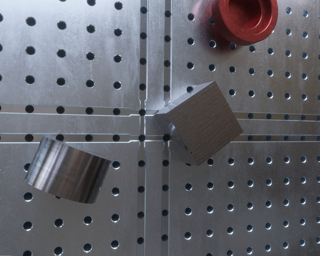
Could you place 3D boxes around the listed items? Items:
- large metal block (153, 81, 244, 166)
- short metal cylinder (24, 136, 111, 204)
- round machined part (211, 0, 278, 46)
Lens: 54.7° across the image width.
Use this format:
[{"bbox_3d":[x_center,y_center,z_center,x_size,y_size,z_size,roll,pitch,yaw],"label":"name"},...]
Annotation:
[{"bbox_3d":[0.051,-0.007,0.420,0.080,0.050,0.080,-35,102,-17],"label":"large metal block"},{"bbox_3d":[-0.101,0.046,0.347,0.080,0.080,0.050,23,82,-19],"label":"short metal cylinder"},{"bbox_3d":[0.117,-0.167,0.448,0.099,0.042,0.097,0,90,-21],"label":"round machined part"}]
